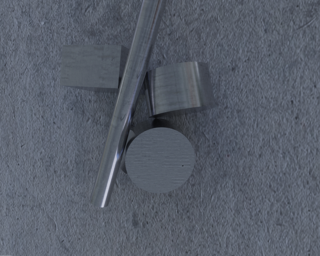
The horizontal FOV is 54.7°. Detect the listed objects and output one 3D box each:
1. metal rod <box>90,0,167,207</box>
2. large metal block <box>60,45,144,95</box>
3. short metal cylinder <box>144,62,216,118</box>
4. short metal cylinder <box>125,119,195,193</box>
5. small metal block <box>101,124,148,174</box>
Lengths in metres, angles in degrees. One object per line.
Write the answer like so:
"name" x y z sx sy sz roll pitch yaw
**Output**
"metal rod" -0.035 -0.040 0.354 0.025 0.025 0.298 24 109 18
"large metal block" -0.070 -0.074 0.404 0.080 0.080 0.050 6 92 20
"short metal cylinder" 0.022 -0.043 0.372 0.080 0.080 0.050 -10 87 19
"short metal cylinder" -0.002 0.032 0.379 0.081 0.050 0.079 -2 104 -7
"small metal block" -0.044 0.026 0.424 0.050 0.025 0.050 41 103 15
